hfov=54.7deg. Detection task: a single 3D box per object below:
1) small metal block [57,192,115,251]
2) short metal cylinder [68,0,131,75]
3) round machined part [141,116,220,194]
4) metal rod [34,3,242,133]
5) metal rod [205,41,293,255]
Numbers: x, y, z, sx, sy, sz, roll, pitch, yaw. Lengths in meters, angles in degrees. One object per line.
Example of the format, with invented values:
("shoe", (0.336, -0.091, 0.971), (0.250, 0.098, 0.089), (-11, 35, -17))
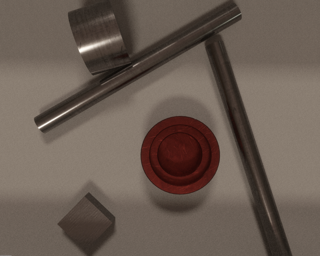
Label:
("small metal block", (-0.097, 0.123, 0.410), (0.050, 0.025, 0.050), (44, 90, -1))
("short metal cylinder", (-0.073, -0.111, 0.383), (0.050, 0.080, 0.080), (-19, 90, 0))
("round machined part", (0.025, 0.033, 0.403), (0.099, 0.042, 0.097), (0, 90, -1))
("metal rod", (-0.028, -0.079, 0.410), (0.301, 0.025, 0.025), (-30, 90, -1))
("metal rod", (0.118, 0.031, 0.413), (0.025, 0.025, 0.298), (-18, 90, 0))
